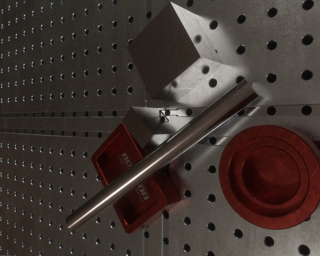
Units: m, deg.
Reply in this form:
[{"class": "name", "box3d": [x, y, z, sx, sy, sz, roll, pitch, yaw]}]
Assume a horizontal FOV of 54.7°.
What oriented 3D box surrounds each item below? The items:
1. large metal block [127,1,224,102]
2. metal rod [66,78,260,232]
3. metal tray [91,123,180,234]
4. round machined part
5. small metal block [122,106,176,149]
[{"class": "large metal block", "box3d": [0.016, -0.089, 0.378, 0.080, 0.050, 0.080, -37, 68, 33]}, {"class": "metal rod", "box3d": [-0.012, 0.045, 0.380, 0.299, 0.025, 0.025, -39, 66, 20]}, {"class": "metal tray", "box3d": [-0.039, 0.069, 0.436, 0.090, 0.030, 0.130, -45, 63, 30]}, {"class": "round machined part", "box3d": [0.112, 0.045, 0.305, 0.098, 0.042, 0.097, 0, 90, 39]}, {"class": "small metal block", "box3d": [-0.012, -0.001, 0.401, 0.050, 0.050, 0.025, 52, 120, 27]}]
